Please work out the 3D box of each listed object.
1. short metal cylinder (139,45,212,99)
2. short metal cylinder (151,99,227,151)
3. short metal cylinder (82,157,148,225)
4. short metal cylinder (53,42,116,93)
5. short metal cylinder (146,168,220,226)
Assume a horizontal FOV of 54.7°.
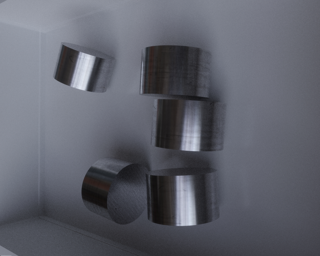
[{"bbox_3d":[0.018,-0.061,0.355,0.080,0.081,0.050,6,94,39],"label":"short metal cylinder"},{"bbox_3d":[0.031,-0.004,0.344,0.080,0.081,0.050,6,94,39],"label":"short metal cylinder"},{"bbox_3d":[-0.056,0.082,0.415,0.050,0.081,0.079,9,96,39],"label":"short metal cylinder"},{"bbox_3d":[-0.112,-0.090,0.461,0.080,0.081,0.050,31,109,35],"label":"short metal cylinder"},{"bbox_3d":[0.025,0.074,0.349,0.080,0.081,0.050,-4,87,39],"label":"short metal cylinder"}]
